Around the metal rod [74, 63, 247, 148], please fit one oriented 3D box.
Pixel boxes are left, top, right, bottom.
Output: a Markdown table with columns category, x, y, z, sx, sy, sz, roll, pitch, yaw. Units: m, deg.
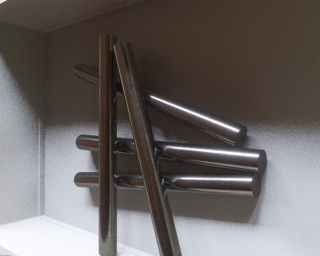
| category | x | y | z | sx | sy | sz | roll | pitch | yaw |
| --- | --- | --- | --- | --- | --- | --- | --- | --- | --- |
| metal rod | -0.022 | -0.042 | 0.420 | 0.300 | 0.025 | 0.025 | 26 | 106 | 36 |

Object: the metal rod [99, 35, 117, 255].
| category | x | y | z | sx | sy | sz | roll | pitch | yaw |
| --- | --- | --- | --- | --- | --- | --- | --- | --- | --- |
| metal rod | -0.072 | 0.024 | 0.428 | 0.025 | 0.025 | 0.298 | 0 | 90 | 39 |

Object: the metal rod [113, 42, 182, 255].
| category | x | y | z | sx | sy | sz | roll | pitch | yaw |
| --- | --- | --- | --- | --- | --- | --- | --- | --- | --- |
| metal rod | -0.015 | 0.034 | 0.383 | 0.025 | 0.025 | 0.299 | -22 | 76 | 37 |

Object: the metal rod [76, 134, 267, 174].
| category | x | y | z | sx | sy | sz | roll | pitch | yaw |
| --- | --- | --- | --- | --- | --- | --- | --- | --- | --- |
| metal rod | -0.011 | 0.029 | 0.412 | 0.300 | 0.025 | 0.025 | 3 | 92 | 39 |

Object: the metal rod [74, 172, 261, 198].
| category | x | y | z | sx | sy | sz | roll | pitch | yaw |
| --- | --- | --- | --- | --- | --- | --- | --- | --- | --- |
| metal rod | -0.016 | 0.072 | 0.416 | 0.300 | 0.025 | 0.025 | -6 | 86 | 39 |
